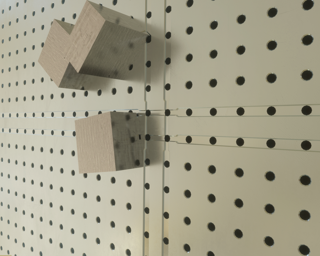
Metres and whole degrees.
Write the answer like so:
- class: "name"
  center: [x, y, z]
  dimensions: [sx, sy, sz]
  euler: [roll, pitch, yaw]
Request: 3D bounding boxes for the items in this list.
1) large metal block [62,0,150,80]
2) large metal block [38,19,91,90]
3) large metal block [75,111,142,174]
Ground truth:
- class: "large metal block"
  center: [-0.075, -0.118, 0.433]
  dimensions: [0.050, 0.081, 0.080]
  euler: [51, 120, 27]
- class: "large metal block"
  center: [-0.150, -0.120, 0.514]
  dimensions: [0.080, 0.050, 0.080]
  euler: [46, 117, 29]
- class: "large metal block"
  center: [-0.077, 0.023, 0.454]
  dimensions: [0.080, 0.050, 0.080]
  euler: [-10, 84, 39]
